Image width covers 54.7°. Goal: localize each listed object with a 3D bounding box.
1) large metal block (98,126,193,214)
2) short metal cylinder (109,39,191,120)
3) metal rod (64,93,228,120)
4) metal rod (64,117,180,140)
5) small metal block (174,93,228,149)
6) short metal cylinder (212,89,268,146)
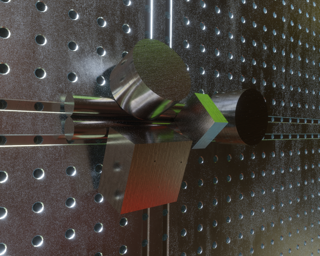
[{"bbox_3d":[-0.017,0.044,0.356,0.081,0.050,0.079,-1,111,-40],"label":"large metal block"},{"bbox_3d":[-0.011,-0.056,0.361,0.080,0.050,0.080,21,54,-31],"label":"short metal cylinder"},{"bbox_3d":[0.020,-0.023,0.422,0.302,0.025,0.025,1,90,-40],"label":"metal rod"},{"bbox_3d":[0.020,0.002,0.422,0.302,0.025,0.025,1,90,-40],"label":"metal rod"},{"bbox_3d":[0.051,-0.009,0.394,0.025,0.050,0.050,1,47,-40],"label":"small metal block"},{"bbox_3d":[0.113,-0.015,0.451,0.081,0.050,0.079,0,90,-40],"label":"short metal cylinder"}]
